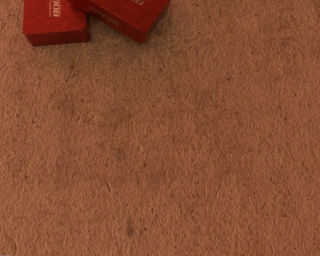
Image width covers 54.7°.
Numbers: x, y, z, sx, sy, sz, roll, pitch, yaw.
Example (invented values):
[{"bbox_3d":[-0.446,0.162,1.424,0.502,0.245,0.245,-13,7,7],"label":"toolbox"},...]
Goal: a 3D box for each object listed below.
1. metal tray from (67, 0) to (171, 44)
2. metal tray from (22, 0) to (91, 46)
[{"bbox_3d":[-0.059,-0.193,0.456,0.130,0.030,0.090,30,65,-2],"label":"metal tray"},{"bbox_3d":[-0.156,-0.191,0.474,0.091,0.030,0.130,-5,70,-2],"label":"metal tray"}]
